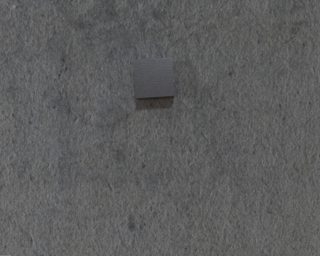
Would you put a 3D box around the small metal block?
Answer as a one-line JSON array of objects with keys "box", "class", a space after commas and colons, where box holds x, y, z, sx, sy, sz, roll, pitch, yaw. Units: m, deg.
[{"box": [-0.008, -0.065, 0.410, 0.050, 0.025, 0.050, -4, 90, -1], "class": "small metal block"}]
